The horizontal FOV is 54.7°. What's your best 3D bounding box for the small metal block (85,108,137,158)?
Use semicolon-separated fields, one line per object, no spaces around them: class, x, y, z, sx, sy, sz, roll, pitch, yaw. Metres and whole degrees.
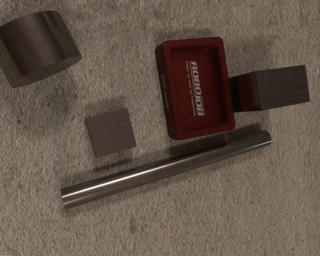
small metal block;-0.062;0.005;0.387;0.050;0.025;0.050;-16;96;-20

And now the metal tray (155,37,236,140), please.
metal tray;0.049;-0.054;0.425;0.091;0.030;0.129;-11;94;-20

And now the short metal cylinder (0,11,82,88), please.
short metal cylinder;-0.132;-0.083;0.331;0.081;0.080;0.050;-29;100;-18

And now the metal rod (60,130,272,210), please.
metal rod;0.023;0.050;0.418;0.302;0.025;0.025;-14;95;-20

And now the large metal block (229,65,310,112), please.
large metal block;0.145;-0.053;0.435;0.081;0.080;0.050;-10;94;-20
